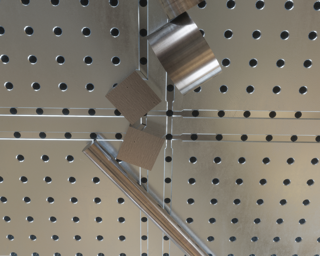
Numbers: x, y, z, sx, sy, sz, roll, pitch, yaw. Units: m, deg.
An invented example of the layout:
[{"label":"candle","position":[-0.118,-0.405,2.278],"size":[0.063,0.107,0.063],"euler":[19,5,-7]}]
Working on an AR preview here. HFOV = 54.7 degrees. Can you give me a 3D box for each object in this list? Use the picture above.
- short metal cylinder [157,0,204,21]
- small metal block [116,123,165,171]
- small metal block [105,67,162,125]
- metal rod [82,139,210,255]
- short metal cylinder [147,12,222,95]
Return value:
[{"label":"short metal cylinder","position":[0.031,-0.157,0.326],"size":[0.080,0.080,0.050],"euler":[-29,108,10]},{"label":"small metal block","position":[-0.026,0.024,0.422],"size":[0.050,0.025,0.050],"euler":[21,109,-8]},{"label":"small metal block","position":[-0.033,-0.041,0.398],"size":[0.050,0.025,0.050],"euler":[-38,106,13]},{"label":"metal rod","position":[-0.001,0.132,0.461],"size":[0.025,0.025,0.300],"euler":[-38,106,13]},{"label":"short metal cylinder","position":[0.028,-0.084,0.353],"size":[0.050,0.080,0.080],"euler":[-32,107,11]}]
